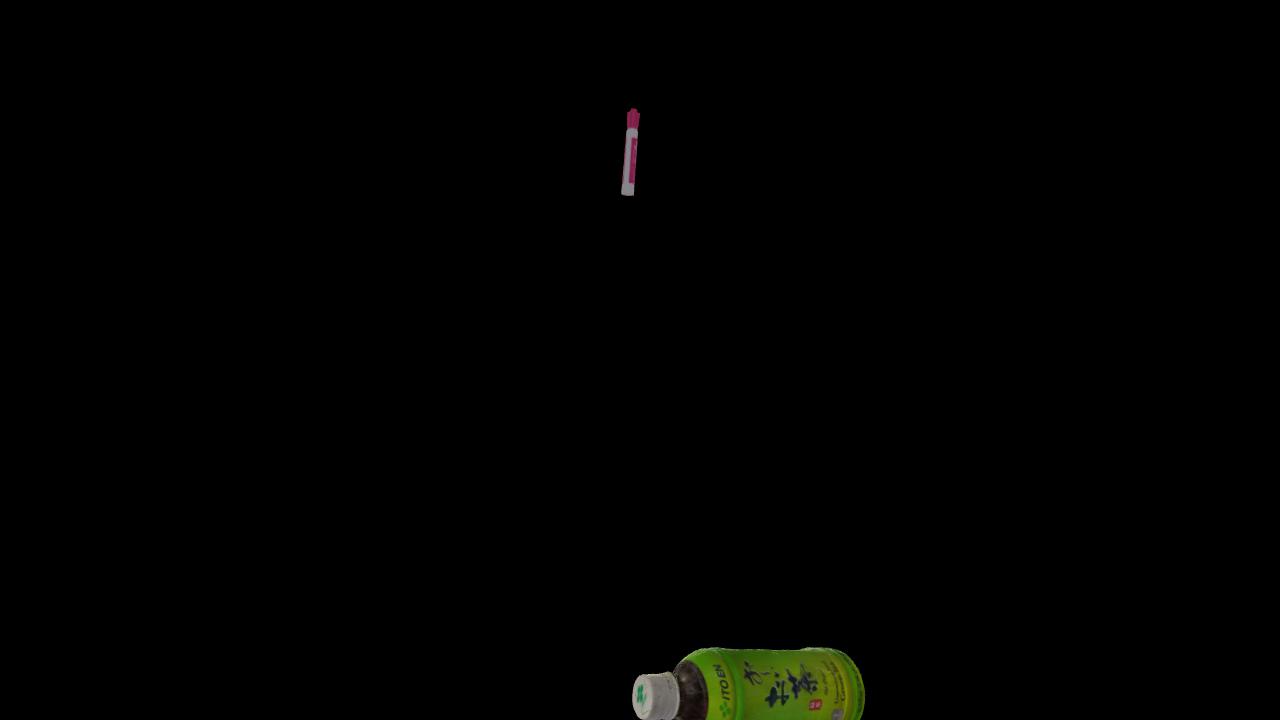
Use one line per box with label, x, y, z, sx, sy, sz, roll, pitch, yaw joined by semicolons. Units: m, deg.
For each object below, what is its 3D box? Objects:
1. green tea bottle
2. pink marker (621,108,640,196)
green tea bottle;0.091;0.277;0.511;0.212;0.073;0.073;13;-7;-29
pink marker;-0.013;-0.300;0.887;0.020;0.121;0.020;5;5;0
